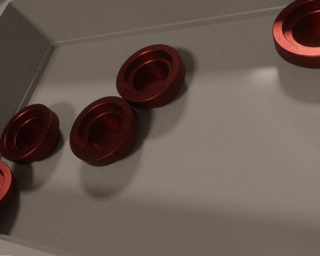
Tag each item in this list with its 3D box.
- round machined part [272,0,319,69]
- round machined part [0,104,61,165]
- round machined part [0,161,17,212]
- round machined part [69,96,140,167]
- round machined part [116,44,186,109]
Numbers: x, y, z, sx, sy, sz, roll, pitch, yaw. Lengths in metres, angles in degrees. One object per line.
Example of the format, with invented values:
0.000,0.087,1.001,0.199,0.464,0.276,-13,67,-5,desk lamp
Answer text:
0.187,-0.109,0.364,0.098,0.042,0.098,-13,56,20,round machined part
-0.198,0.014,0.488,0.098,0.042,0.098,-13,56,20,round machined part
-0.262,0.096,0.454,0.099,0.042,0.098,1,47,-1,round machined part
-0.071,0.008,0.425,0.098,0.042,0.098,-13,56,20,round machined part
-0.009,-0.068,0.440,0.098,0.042,0.098,-13,56,20,round machined part
